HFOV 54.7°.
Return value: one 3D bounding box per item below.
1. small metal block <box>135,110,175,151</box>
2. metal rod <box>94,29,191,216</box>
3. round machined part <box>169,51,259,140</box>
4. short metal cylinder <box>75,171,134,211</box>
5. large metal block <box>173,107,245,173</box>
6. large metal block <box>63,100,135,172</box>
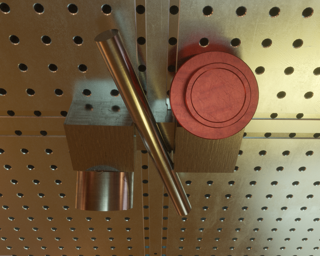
[{"bbox_3d":[-0.006,0.004,0.415,0.050,0.025,0.050,0,130,-1],"label":"small metal block"},{"bbox_3d":[-0.008,0.018,0.393,0.025,0.025,0.299,-14,129,11],"label":"metal rod"},{"bbox_3d":[0.060,-0.035,0.339,0.099,0.042,0.097,0,95,-1],"label":"round machined part"},{"bbox_3d":[-0.078,0.087,0.440,0.081,0.050,0.080,1,173,0],"label":"short metal cylinder"},{"bbox_3d":[0.059,0.013,0.408,0.081,0.050,0.079,1,130,-1],"label":"large metal block"},{"bbox_3d":[-0.073,0.011,0.405,0.081,0.050,0.079,1,130,-2],"label":"large metal block"}]
